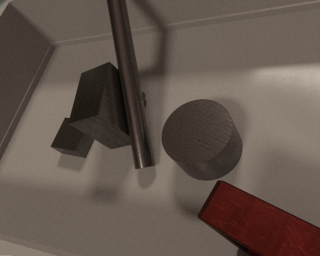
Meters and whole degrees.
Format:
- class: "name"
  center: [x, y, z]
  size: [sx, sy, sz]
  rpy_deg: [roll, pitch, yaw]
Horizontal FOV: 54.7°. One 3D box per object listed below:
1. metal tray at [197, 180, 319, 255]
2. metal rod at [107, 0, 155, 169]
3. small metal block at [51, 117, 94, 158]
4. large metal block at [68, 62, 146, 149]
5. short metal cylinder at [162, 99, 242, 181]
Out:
- class: "metal tray"
  center: [0.091, 0.091, 0.234]
  size: [0.090, 0.130, 0.030]
  rpy_deg: [23, 75, 36]
- class: "metal rod"
  center: [-0.045, -0.096, 0.406]
  size: [0.025, 0.025, 0.298]
  rpy_deg: [-13, 82, 20]
- class: "small metal block"
  center: [-0.126, 0.014, 0.462]
  size: [0.050, 0.025, 0.050]
  rpy_deg: [6, 65, 30]
- class: "large metal block"
  center: [-0.067, -0.027, 0.417]
  size: [0.050, 0.080, 0.080]
  rpy_deg: [-14, 56, 30]
- class: "short metal cylinder"
  center: [0.049, 0.014, 0.355]
  size: [0.080, 0.050, 0.080]
  rpy_deg: [-13, 56, 20]
